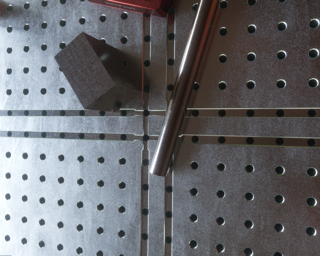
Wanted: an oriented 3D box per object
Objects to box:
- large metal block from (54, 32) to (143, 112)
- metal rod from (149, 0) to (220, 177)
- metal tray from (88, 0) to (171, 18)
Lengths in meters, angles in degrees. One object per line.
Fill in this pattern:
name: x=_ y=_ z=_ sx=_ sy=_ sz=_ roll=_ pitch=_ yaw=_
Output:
large metal block: x=-0.079 y=-0.070 z=0.411 sx=0.050 sy=0.080 sz=0.080 roll=-35 pitch=79 yaw=17
metal rod: x=0.039 y=-0.082 z=0.398 sx=0.025 sy=0.025 sz=0.298 roll=18 pitch=96 yaw=19
metal tray: x=-0.042 y=-0.212 z=0.424 sx=0.130 sy=0.030 sz=0.089 roll=19 pitch=96 yaw=19
